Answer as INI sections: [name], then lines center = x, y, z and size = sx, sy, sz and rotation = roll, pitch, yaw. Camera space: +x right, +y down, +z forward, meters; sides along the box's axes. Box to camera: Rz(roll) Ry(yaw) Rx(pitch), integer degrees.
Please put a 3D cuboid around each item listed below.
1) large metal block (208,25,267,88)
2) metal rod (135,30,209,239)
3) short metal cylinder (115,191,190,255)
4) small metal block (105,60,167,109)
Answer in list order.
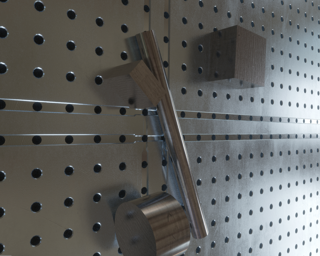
[large metal block]
center = 0.126, -0.111, 0.502
size = 0.081, 0.050, 0.080
rotation = 6, 87, -40
[metal rod]
center = 0.020, 0.018, 0.428
size = 0.025, 0.025, 0.298
rotation = -26, 107, -37
[short metal cylinder]
center = -0.011, 0.121, 0.367
size = 0.050, 0.080, 0.079
rotation = -8, 95, -40
[small metal block]
center = -0.029, -0.050, 0.370
size = 0.050, 0.050, 0.025
rotation = 51, 60, -28
